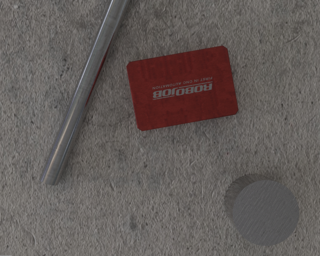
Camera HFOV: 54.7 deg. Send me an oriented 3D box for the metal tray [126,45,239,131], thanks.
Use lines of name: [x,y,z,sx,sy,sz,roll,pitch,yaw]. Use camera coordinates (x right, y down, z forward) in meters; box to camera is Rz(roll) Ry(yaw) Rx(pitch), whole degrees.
metal tray: [0.029,-0.051,0.408,0.131,0.030,0.089,-10,90,0]

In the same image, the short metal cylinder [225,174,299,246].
short metal cylinder: [0.128,0.102,0.398,0.081,0.050,0.079,0,90,0]

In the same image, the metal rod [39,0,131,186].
metal rod: [-0.092,-0.068,0.409,0.025,0.025,0.299,21,90,0]
